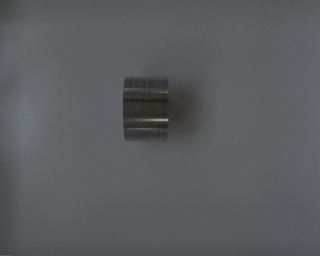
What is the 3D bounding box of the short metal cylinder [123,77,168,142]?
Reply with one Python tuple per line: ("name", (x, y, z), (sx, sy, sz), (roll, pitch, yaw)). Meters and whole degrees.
("short metal cylinder", (-0.016, -0.023, 0.381), (0.050, 0.080, 0.079), (0, 90, 0))
